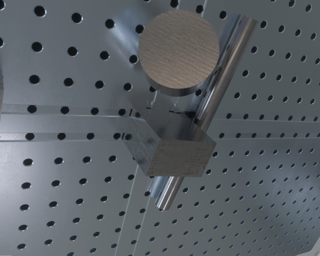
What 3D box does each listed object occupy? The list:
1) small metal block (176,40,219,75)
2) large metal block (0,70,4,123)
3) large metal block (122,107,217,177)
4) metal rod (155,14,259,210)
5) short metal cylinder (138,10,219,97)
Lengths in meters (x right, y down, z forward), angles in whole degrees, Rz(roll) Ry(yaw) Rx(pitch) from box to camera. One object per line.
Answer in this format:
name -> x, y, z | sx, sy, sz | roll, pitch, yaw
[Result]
small metal block -> 0.038, -0.080, 0.383 | 0.050, 0.025, 0.050 | -39, 130, -2
large metal block -> -0.192, -0.013, 0.282 | 0.081, 0.050, 0.079 | 4, 116, -31
large metal block -> 0.009, 0.017, 0.392 | 0.081, 0.080, 0.050 | 6, 115, -32
metal rod -> 0.058, -0.008, 0.438 | 0.025, 0.025, 0.298 | 9, 114, -33
short metal cylinder -> 0.019, -0.077, 0.332 | 0.081, 0.050, 0.080 | 0, 86, 1
